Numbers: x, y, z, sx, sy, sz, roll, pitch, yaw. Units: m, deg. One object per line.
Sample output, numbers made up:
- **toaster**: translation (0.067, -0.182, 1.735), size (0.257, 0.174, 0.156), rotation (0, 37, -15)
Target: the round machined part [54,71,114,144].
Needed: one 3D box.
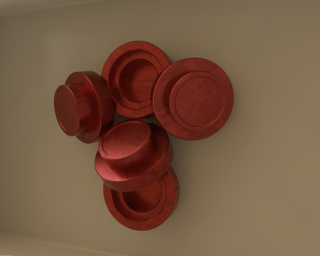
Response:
- **round machined part**: translation (-0.107, -0.026, 0.414), size (0.098, 0.042, 0.097), rotation (17, 113, 44)

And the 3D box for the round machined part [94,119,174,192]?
- **round machined part**: translation (-0.036, 0.026, 0.382), size (0.098, 0.098, 0.042), rotation (-7, 132, 20)

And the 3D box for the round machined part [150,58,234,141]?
- **round machined part**: translation (0.040, -0.033, 0.361), size (0.099, 0.042, 0.097), rotation (-2, 101, -10)

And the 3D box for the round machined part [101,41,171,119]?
- **round machined part**: translation (-0.024, -0.061, 0.407), size (0.098, 0.042, 0.097), rotation (0, 90, 20)

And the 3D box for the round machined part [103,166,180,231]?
- **round machined part**: translation (-0.021, 0.080, 0.406), size (0.098, 0.042, 0.097), rotation (0, 90, 20)
